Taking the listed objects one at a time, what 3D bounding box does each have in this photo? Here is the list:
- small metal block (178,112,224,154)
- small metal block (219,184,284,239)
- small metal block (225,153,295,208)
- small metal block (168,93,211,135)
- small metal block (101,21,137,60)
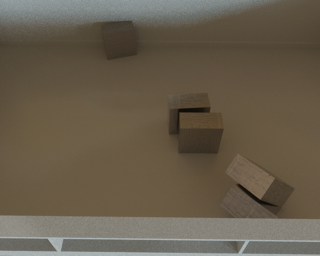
[{"bbox_3d":[0.048,0.007,0.383,0.050,0.050,0.025,0,50,0],"label":"small metal block"},{"bbox_3d":[0.095,0.082,0.318,0.050,0.050,0.025,35,101,25],"label":"small metal block"},{"bbox_3d":[0.107,0.056,0.331,0.050,0.050,0.025,39,99,47],"label":"small metal block"},{"bbox_3d":[0.036,-0.018,0.404,0.050,0.050,0.025,-3,50,-3],"label":"small metal block"},{"bbox_3d":[-0.067,-0.143,0.509,0.050,0.050,0.025,-13,51,-10],"label":"small metal block"}]
